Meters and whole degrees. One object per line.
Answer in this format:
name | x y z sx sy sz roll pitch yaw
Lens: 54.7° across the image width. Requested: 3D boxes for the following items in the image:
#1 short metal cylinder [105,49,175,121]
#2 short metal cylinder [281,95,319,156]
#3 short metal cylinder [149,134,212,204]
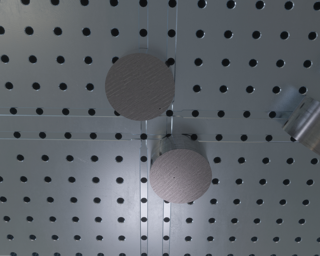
short metal cylinder | -0.023 -0.054 0.380 0.081 0.050 0.079 0 110 0
short metal cylinder | 0.202 0.001 0.386 0.080 0.080 0.050 28 108 -10
short metal cylinder | 0.027 0.054 0.420 0.081 0.050 0.079 0 110 0
